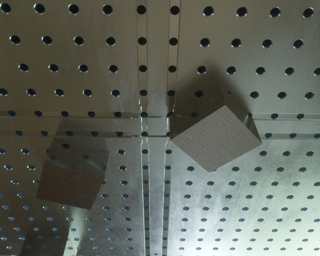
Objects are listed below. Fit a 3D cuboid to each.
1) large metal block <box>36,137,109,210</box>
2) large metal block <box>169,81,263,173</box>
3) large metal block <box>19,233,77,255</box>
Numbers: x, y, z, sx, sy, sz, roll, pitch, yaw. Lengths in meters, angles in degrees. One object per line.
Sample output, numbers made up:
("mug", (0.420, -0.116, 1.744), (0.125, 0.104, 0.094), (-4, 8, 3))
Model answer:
("large metal block", (-0.127, 0.068, 0.452), (0.080, 0.050, 0.080), (17, 128, -14))
("large metal block", (0.069, 0.001, 0.397), (0.080, 0.050, 0.080), (-34, 122, 25))
("large metal block", (-0.216, 0.251, 0.606), (0.080, 0.050, 0.080), (-1, 130, 0))
